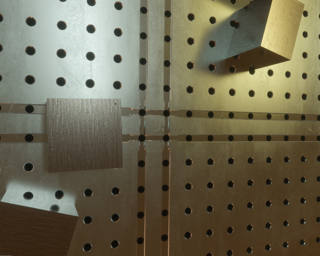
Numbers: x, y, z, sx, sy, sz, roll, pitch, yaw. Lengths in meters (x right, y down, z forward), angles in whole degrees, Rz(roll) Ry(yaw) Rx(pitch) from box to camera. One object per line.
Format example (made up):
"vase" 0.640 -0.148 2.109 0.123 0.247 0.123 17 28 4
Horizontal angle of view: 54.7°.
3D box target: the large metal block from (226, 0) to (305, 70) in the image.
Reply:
"large metal block" 0.146 -0.135 0.439 0.050 0.080 0.080 18 84 -20

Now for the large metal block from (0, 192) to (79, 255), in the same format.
"large metal block" -0.145 0.124 0.346 0.081 0.050 0.080 18 84 -20

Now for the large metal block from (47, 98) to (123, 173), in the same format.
"large metal block" -0.090 0.007 0.367 0.081 0.050 0.079 -2 91 -20

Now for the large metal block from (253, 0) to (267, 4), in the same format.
"large metal block" 0.144 -0.245 0.454 0.080 0.050 0.080 23 82 -19
